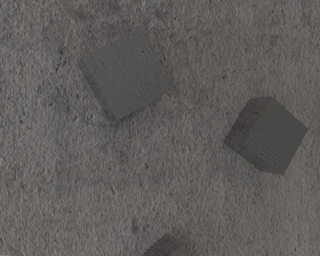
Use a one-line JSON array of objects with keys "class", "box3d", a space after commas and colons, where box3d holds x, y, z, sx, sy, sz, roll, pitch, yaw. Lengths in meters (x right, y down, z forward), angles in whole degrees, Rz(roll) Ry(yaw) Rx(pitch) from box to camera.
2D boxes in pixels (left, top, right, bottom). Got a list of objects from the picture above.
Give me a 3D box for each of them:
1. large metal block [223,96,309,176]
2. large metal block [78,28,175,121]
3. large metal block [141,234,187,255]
[{"class": "large metal block", "box3d": [0.154, 0.011, 0.452, 0.080, 0.050, 0.080, 36, 78, -17]}, {"class": "large metal block", "box3d": [-0.042, -0.063, 0.380, 0.080, 0.050, 0.080, -31, 100, -17]}, {"class": "large metal block", "box3d": [0.008, 0.201, 0.399, 0.080, 0.050, 0.080, -38, 102, -16]}]
